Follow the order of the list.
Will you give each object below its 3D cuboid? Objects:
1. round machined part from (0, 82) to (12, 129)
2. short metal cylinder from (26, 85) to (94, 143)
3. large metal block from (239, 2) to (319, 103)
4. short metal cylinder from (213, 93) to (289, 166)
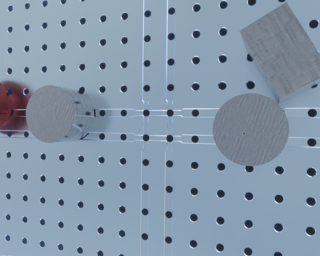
[{"bbox_3d":[-0.284,-0.035,0.504,0.098,0.042,0.097,0,90,20],"label":"round machined part"},{"bbox_3d":[-0.144,-0.019,0.450,0.080,0.050,0.080,0,90,20],"label":"short metal cylinder"},{"bbox_3d":[0.133,-0.075,0.336,0.050,0.080,0.080,-30,80,18],"label":"large metal block"},{"bbox_3d":[0.106,0.002,0.362,0.080,0.050,0.080,0,90,20],"label":"short metal cylinder"}]
